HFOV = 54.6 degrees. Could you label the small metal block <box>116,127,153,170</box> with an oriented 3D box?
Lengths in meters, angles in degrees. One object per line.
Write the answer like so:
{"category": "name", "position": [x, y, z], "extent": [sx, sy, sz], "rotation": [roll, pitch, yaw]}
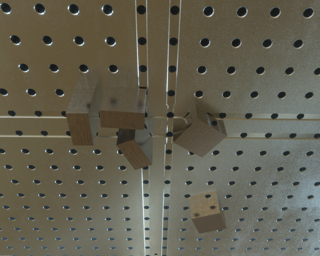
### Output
{"category": "small metal block", "position": [-0.032, 0.018, 0.410], "extent": [0.025, 0.050, 0.050], "rotation": [-19, 128, 15]}

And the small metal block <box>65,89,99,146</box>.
{"category": "small metal block", "position": [-0.094, -0.014, 0.383], "extent": [0.025, 0.050, 0.050], "rotation": [0, 130, 0]}

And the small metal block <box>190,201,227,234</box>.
{"category": "small metal block", "position": [0.086, 0.158, 0.546], "extent": [0.050, 0.025, 0.050], "rotation": [-16, 129, 13]}

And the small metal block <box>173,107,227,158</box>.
{"category": "small metal block", "position": [0.053, 0.007, 0.418], "extent": [0.050, 0.025, 0.050], "rotation": [28, 125, -22]}

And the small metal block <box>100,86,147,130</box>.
{"category": "small metal block", "position": [-0.043, -0.025, 0.374], "extent": [0.050, 0.050, 0.025], "rotation": [4, 130, -3]}
